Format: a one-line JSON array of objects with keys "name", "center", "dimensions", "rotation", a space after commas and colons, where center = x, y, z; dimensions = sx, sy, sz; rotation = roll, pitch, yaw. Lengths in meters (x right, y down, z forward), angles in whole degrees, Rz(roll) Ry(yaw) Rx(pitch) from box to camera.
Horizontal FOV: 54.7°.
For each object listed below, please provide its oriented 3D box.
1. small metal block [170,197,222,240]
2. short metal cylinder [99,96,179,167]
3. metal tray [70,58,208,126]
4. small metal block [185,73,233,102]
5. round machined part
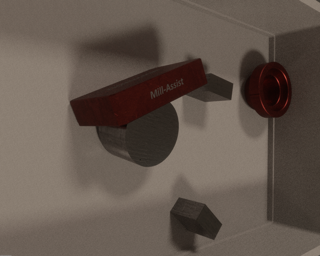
[{"name": "small metal block", "center": [0.051, 0.127, 0.436], "dimensions": [0.050, 0.050, 0.025], "rotation": [52, 60, -28]}, {"name": "short metal cylinder", "center": [-0.024, 0.001, 0.364], "dimensions": [0.081, 0.050, 0.079], "rotation": [-12, 108, -42]}, {"name": "metal tray", "center": [-0.022, -0.041, 0.347], "dimensions": [0.131, 0.090, 0.030], "rotation": [-29, 109, -36]}, {"name": "small metal block", "center": [0.070, -0.057, 0.451], "dimensions": [0.050, 0.050, 0.025], "rotation": [14, 81, -40]}, {"name": "round machined part", "center": [0.190, -0.066, 0.555], "dimensions": [0.099, 0.042, 0.097], "rotation": [1, 89, -37]}]
